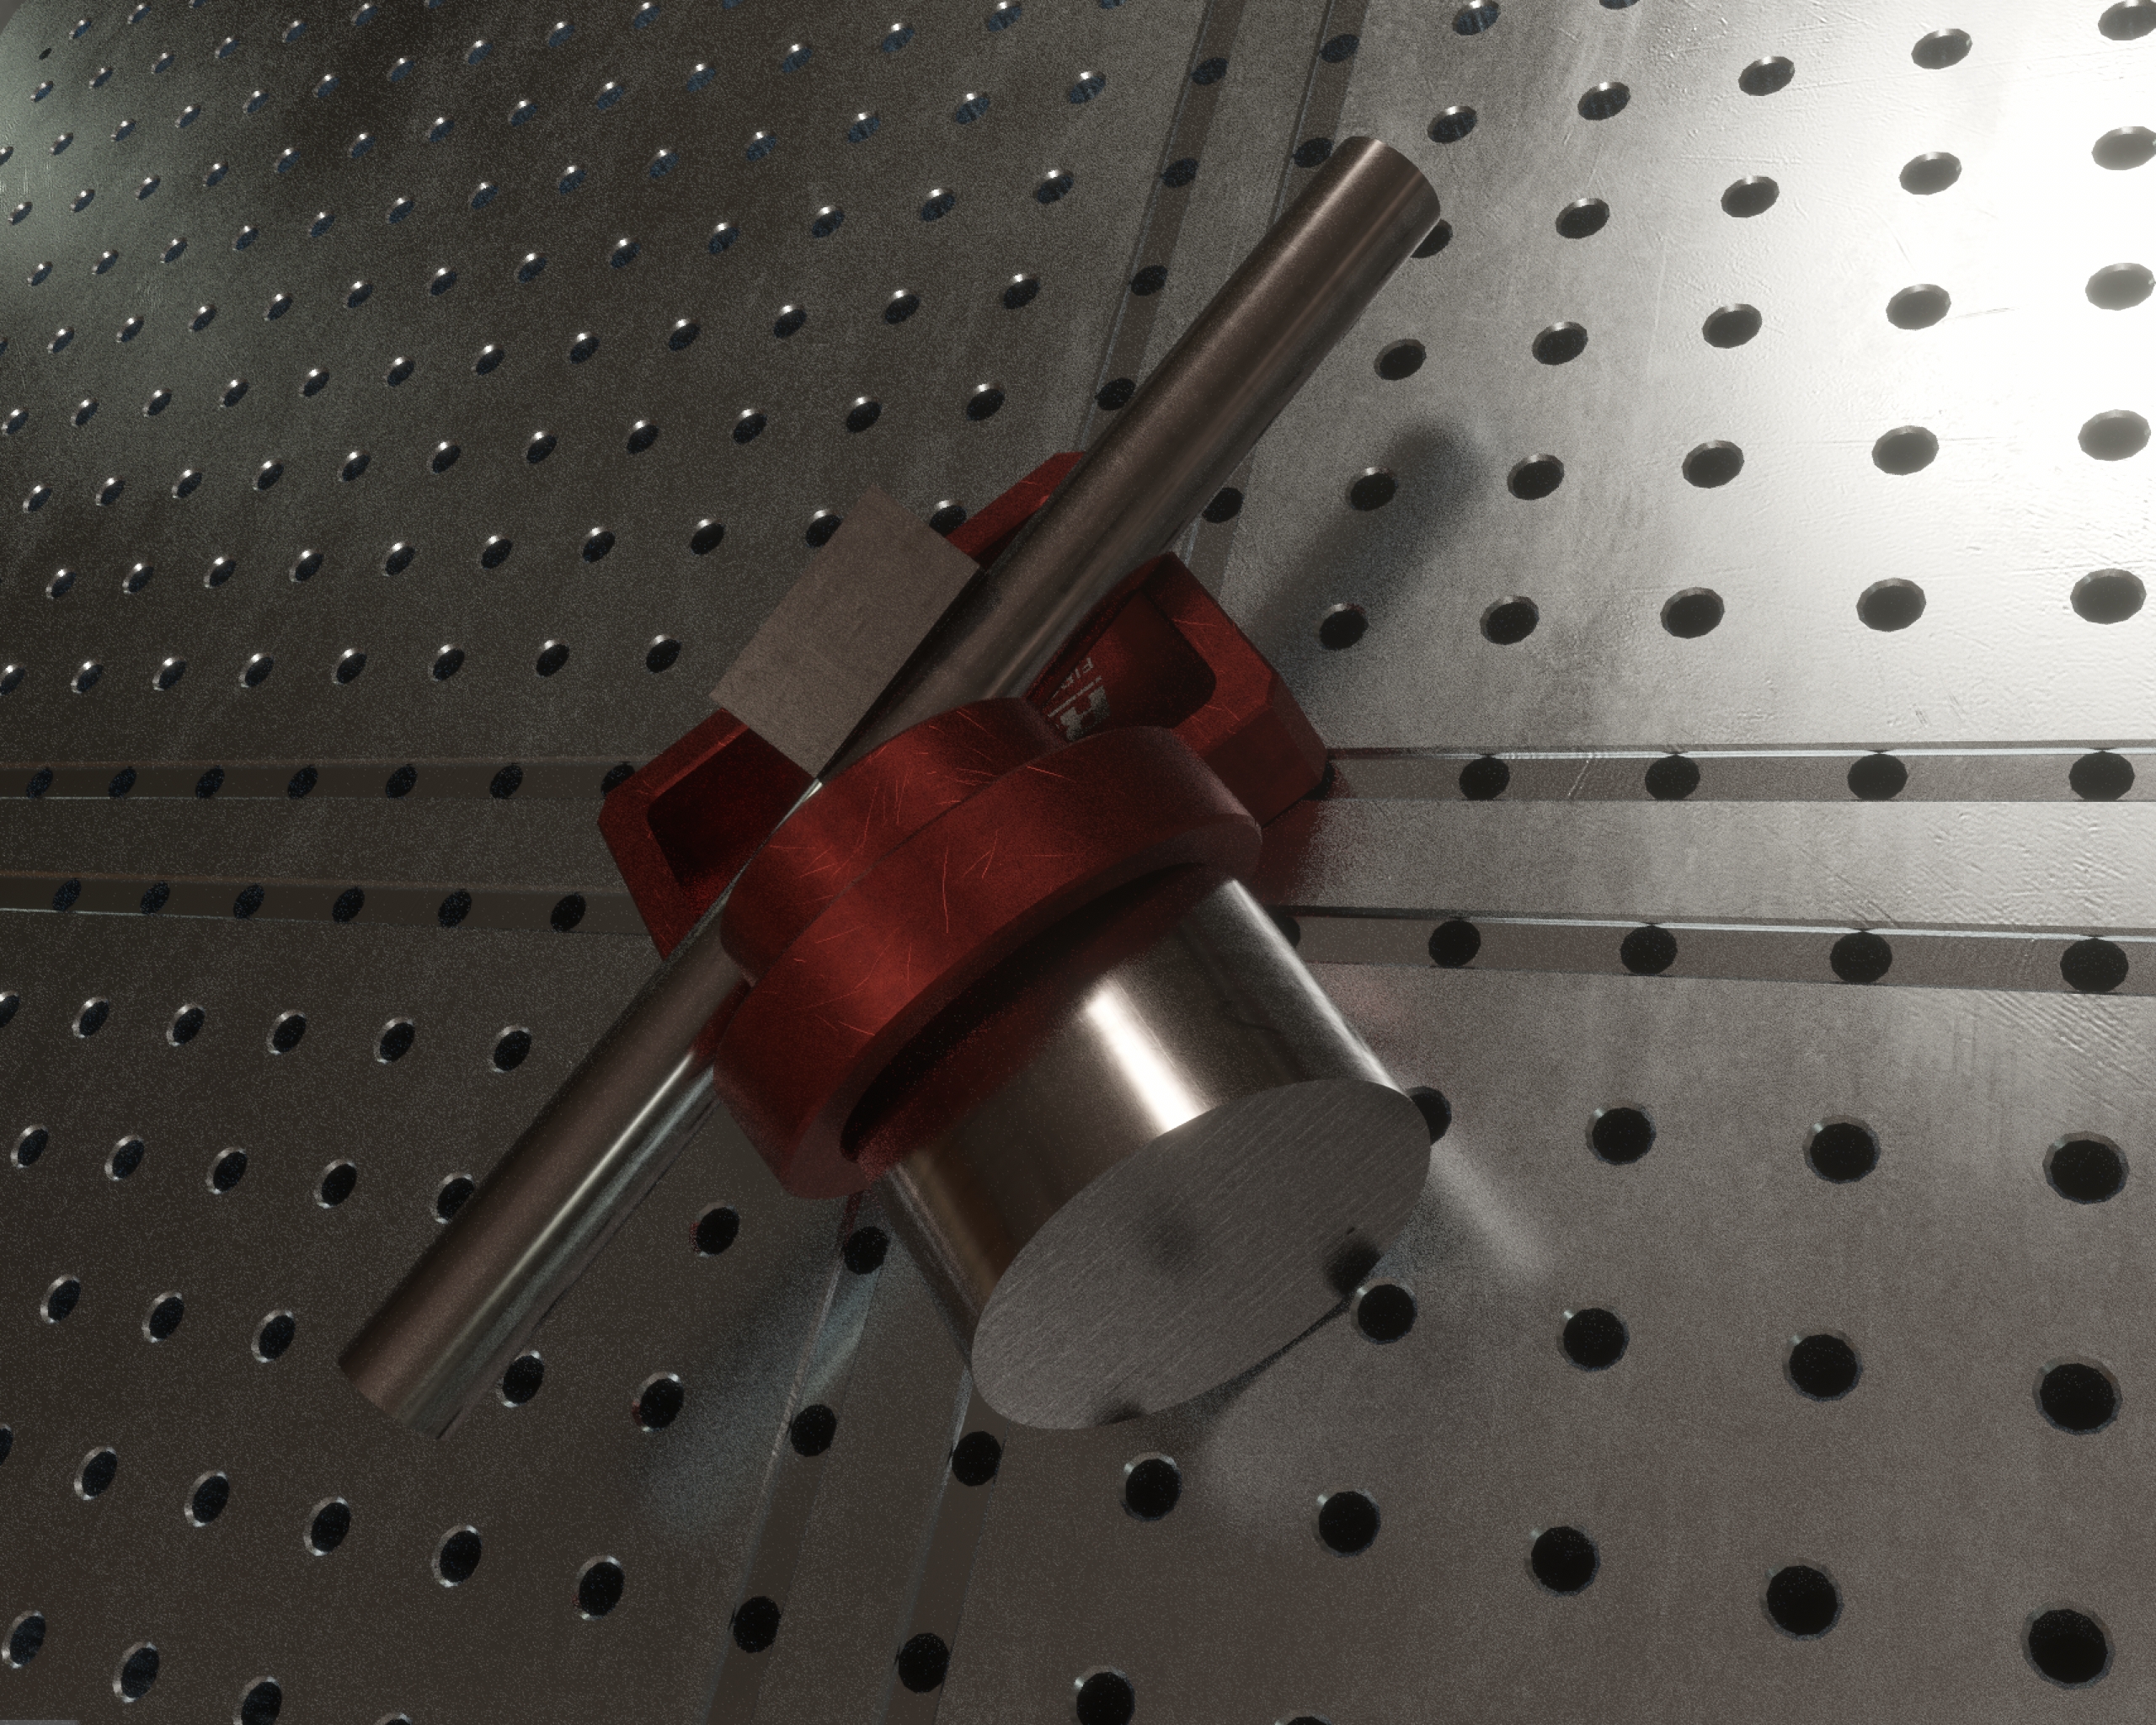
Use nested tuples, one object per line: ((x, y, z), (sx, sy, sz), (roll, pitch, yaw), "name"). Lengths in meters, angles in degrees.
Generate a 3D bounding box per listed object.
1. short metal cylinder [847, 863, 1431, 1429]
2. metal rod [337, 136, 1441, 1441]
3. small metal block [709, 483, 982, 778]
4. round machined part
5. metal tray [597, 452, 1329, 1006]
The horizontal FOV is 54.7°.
((0.009, 0.046, 0.337), (0.080, 0.080, 0.050), (-37, 51, 3), "short metal cylinder")
((-0.030, -0.021, 0.396), (0.025, 0.025, 0.300), (32, 79, 37), "metal rod")
((-0.042, -0.044, 0.412), (0.025, 0.050, 0.050), (38, 93, 1), "small metal block")
((-0.020, 0.010, 0.351), (0.098, 0.098, 0.042), (-39, 73, 1), "round machined part")
((-0.027, -0.015, 0.426), (0.130, 0.030, 0.090), (-37, 51, 3), "metal tray")
